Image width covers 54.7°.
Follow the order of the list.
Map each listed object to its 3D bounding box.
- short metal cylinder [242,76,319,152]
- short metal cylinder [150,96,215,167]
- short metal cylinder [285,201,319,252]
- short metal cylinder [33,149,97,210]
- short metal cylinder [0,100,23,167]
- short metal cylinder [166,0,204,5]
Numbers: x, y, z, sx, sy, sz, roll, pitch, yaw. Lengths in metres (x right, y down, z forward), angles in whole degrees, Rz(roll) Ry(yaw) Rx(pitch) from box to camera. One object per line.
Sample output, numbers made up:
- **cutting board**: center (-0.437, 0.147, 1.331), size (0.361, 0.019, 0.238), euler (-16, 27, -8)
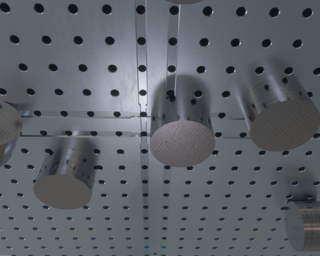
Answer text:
- **short metal cylinder**: center (0.147, -0.017, 0.382), size (0.081, 0.050, 0.079), euler (0, 130, 0)
- **short metal cylinder**: center (0.028, 0.005, 0.400), size (0.081, 0.050, 0.079), euler (0, 130, 0)
- **short metal cylinder**: center (0.249, 0.163, 0.517), size (0.050, 0.080, 0.079), euler (-1, 130, 1)
- **short metal cylinder**: center (-0.138, 0.077, 0.459), size (0.081, 0.050, 0.079), euler (0, 130, 0)
- **short metal cylinder**: center (-0.217, 0.006, 0.378), size (0.080, 0.080, 0.050), euler (24, 126, -19)
- **short metal cylinder**: center (0.021, -0.154, 0.264), size (0.081, 0.050, 0.079), euler (0, 130, 0)
